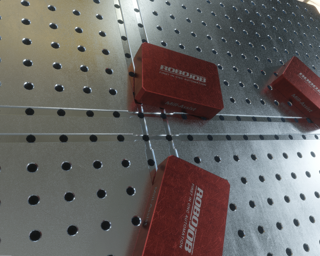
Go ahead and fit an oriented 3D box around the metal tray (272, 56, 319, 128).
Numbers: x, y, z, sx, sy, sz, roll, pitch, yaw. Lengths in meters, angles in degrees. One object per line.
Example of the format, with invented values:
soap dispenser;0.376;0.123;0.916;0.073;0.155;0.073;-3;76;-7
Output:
metal tray;0.291;-0.072;0.609;0.130;0.030;0.090;42;51;1

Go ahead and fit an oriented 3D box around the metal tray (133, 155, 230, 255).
metal tray;0.030;0.106;0.358;0.090;0.030;0.130;26;52;-12

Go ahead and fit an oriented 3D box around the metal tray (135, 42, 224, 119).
metal tray;0.028;-0.070;0.465;0.131;0.030;0.090;11;57;-22
